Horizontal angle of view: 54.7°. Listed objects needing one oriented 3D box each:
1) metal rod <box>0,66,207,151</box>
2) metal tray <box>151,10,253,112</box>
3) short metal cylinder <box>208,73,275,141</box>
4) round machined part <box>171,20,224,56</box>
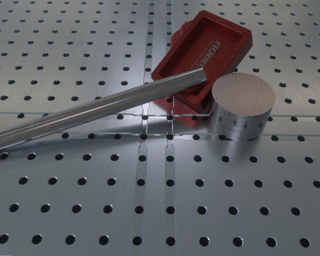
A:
[{"bbox_3d":[-0.083,-0.024,0.404,0.302,0.025,0.025,-19,52,-7],"label":"metal rod"},{"bbox_3d":[0.061,-0.099,0.451,0.090,0.030,0.130,35,85,25],"label":"metal tray"},{"bbox_3d":[0.107,-0.029,0.417,0.081,0.050,0.080,0,50,0],"label":"short metal cylinder"},{"bbox_3d":[0.067,-0.146,0.520,0.099,0.042,0.098,0,50,0],"label":"round machined part"}]
